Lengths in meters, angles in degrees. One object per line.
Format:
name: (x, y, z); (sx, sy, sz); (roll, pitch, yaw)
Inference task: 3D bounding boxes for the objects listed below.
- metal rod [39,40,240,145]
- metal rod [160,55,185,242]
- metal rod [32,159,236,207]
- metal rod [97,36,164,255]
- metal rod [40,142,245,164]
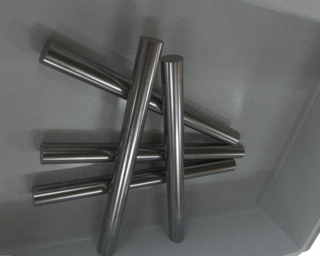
metal rod: (0.001, -0.030, 0.390); (0.302, 0.025, 0.025); (22, 107, -37)
metal rod: (0.020, 0.049, 0.417); (0.025, 0.025, 0.298); (-17, 125, -19)
metal rod: (-0.018, 0.071, 0.442); (0.303, 0.025, 0.025); (-5, 121, -26)
metal rod: (-0.042, 0.041, 0.377); (0.025, 0.025, 0.298); (0, 119, -29)
metal rod: (-0.003, 0.033, 0.426); (0.303, 0.025, 0.025); (2, 118, -30)
